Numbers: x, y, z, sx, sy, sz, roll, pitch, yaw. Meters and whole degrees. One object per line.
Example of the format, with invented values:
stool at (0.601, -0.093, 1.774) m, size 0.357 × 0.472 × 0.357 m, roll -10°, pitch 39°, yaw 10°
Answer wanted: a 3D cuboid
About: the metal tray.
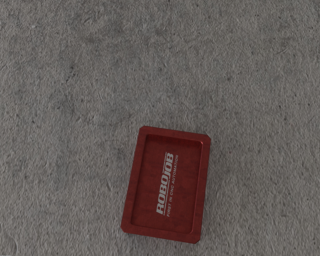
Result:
metal tray at (0.009, 0.067, 0.380) m, size 0.091 × 0.030 × 0.130 m, roll 9°, pitch 70°, yaw 3°
